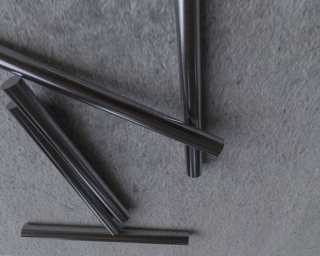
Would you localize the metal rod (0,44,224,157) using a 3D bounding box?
[{"bbox_3d":[-0.062,-0.032,0.359,0.302,0.025,0.025,22,127,-12],"label":"metal rod"}]

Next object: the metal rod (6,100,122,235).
[{"bbox_3d":[-0.128,0.076,0.470,0.025,0.025,0.299,-15,129,12],"label":"metal rod"}]

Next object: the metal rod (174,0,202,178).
[{"bbox_3d":[0.036,-0.048,0.366,0.025,0.025,0.298,-5,130,3],"label":"metal rod"}]

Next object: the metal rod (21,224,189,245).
[{"bbox_3d":[-0.098,0.198,0.574,0.302,0.025,0.025,4,130,-4],"label":"metal rod"}]

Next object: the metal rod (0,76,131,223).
[{"bbox_3d":[-0.114,0.051,0.440,0.025,0.025,0.299,-16,131,13],"label":"metal rod"}]
